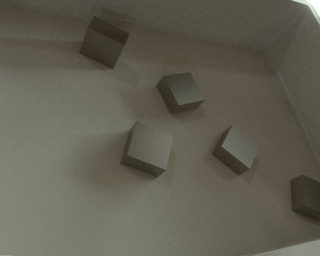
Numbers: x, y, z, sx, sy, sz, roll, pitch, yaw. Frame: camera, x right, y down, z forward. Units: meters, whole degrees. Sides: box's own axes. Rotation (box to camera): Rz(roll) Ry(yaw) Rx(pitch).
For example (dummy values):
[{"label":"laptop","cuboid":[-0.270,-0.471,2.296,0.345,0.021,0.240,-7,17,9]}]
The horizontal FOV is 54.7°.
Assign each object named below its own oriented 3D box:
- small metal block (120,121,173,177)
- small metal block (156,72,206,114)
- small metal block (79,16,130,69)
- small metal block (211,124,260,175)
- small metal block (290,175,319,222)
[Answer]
[{"label":"small metal block","cuboid":[-0.016,0.026,0.381,0.050,0.025,0.050,23,53,-15]},{"label":"small metal block","cuboid":[0.030,-0.052,0.453,0.050,0.025,0.050,-14,69,-34]},{"label":"small metal block","cuboid":[-0.076,-0.114,0.418,0.050,0.050,0.025,24,53,-14]},{"label":"small metal block","cuboid":[0.110,0.031,0.446,0.050,0.025,0.050,39,51,-2]},{"label":"small metal block","cuboid":[0.225,0.105,0.463,0.050,0.025,0.050,24,53,-14]}]
